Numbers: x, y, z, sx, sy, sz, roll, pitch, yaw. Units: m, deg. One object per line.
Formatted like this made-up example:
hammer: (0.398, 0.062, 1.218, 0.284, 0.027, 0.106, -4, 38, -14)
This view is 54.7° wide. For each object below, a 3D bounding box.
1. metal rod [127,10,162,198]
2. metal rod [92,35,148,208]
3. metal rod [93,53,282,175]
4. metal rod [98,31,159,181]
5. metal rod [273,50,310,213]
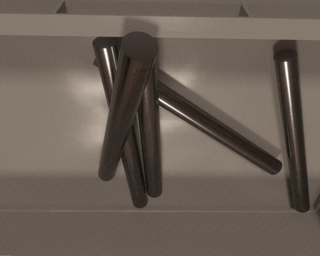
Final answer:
metal rod: (-0.013, 0.001, 0.384, 0.025, 0.025, 0.298, -2, 138, 1)
metal rod: (-0.042, 0.019, 0.405, 0.025, 0.025, 0.298, -3, 136, 2)
metal rod: (0.052, -0.011, 0.400, 0.301, 0.025, 0.025, 30, 124, -24)
metal rod: (-0.047, 0.007, 0.337, 0.025, 0.025, 0.299, 11, 154, -9)
metal rod: (0.190, 0.026, 0.434, 0.025, 0.025, 0.299, -16, 129, 12)
